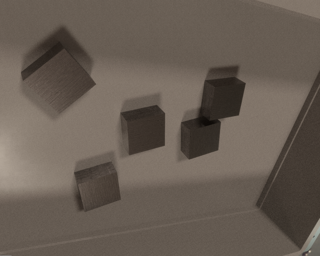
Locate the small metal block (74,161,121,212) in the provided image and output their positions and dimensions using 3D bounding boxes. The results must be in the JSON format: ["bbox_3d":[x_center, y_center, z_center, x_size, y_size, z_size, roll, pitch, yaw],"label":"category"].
[{"bbox_3d":[-0.083,0.078,0.413,0.050,0.025,0.050,-16,125,-20],"label":"small metal block"}]

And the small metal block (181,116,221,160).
[{"bbox_3d":[0.059,0.013,0.451,0.050,0.025,0.050,-15,125,-20],"label":"small metal block"}]

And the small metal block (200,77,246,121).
[{"bbox_3d":[0.087,-0.041,0.433,0.050,0.025,0.050,-10,123,-23],"label":"small metal block"}]

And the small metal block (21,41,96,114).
[{"bbox_3d":[-0.104,-0.051,0.321,0.050,0.025,0.050,-40,130,-2],"label":"small metal block"}]

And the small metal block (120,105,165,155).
[{"bbox_3d":[-0.022,0.002,0.400,0.050,0.025,0.050,-14,124,-21],"label":"small metal block"}]
